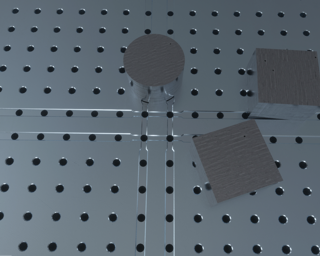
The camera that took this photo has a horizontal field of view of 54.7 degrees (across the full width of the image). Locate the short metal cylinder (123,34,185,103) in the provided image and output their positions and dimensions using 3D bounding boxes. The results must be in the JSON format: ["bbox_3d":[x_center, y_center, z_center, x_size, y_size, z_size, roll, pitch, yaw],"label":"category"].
[{"bbox_3d":[-0.008,-0.081,0.428,0.081,0.050,0.080,0,70,0],"label":"short metal cylinder"}]

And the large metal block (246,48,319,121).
[{"bbox_3d":[0.165,-0.058,0.421,0.080,0.050,0.080,3,70,1],"label":"large metal block"}]

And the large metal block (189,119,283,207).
[{"bbox_3d":[0.089,0.044,0.383,0.080,0.050,0.080,-17,71,-6],"label":"large metal block"}]
